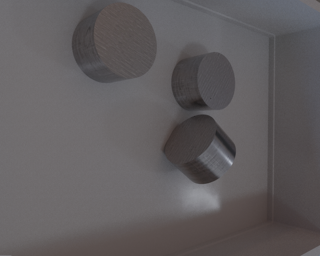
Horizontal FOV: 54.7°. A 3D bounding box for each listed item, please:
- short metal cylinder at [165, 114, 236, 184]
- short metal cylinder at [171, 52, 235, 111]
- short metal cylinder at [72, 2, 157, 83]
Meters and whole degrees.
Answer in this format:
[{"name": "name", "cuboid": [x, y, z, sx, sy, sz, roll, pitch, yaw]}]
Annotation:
[{"name": "short metal cylinder", "cuboid": [0.054, 0.028, 0.419, 0.050, 0.080, 0.080, 45, 63, -31]}, {"name": "short metal cylinder", "cuboid": [0.063, -0.065, 0.445, 0.081, 0.050, 0.079, 0, 90, -40]}, {"name": "short metal cylinder", "cuboid": [-0.051, -0.093, 0.349, 0.081, 0.050, 0.079, 0, 90, -40]}]
